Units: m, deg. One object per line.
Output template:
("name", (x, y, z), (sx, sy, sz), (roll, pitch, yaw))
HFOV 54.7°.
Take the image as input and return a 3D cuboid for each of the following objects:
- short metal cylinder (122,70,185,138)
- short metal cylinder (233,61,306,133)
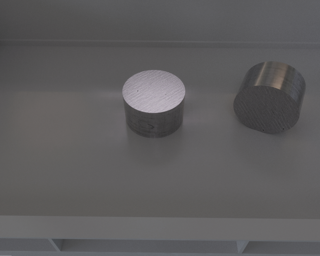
("short metal cylinder", (-0.008, -0.033, 0.416), (0.080, 0.050, 0.080), (0, 50, 0))
("short metal cylinder", (0.142, -0.039, 0.403), (0.080, 0.080, 0.050), (20, 53, 15))
